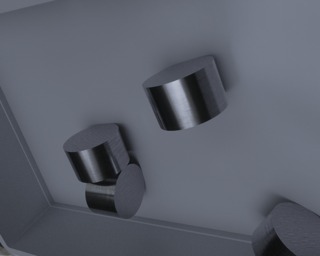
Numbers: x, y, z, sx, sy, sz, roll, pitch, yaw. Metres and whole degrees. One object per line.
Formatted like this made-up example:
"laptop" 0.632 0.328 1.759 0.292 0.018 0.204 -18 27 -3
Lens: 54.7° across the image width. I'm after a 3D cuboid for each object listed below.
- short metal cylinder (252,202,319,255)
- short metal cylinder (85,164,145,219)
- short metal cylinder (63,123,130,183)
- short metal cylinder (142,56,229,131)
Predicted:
"short metal cylinder" 0.160 0.138 0.374 0.080 0.080 0.050 29 128 10
"short metal cylinder" -0.065 0.092 0.464 0.050 0.080 0.080 1 119 28
"short metal cylinder" -0.089 0.034 0.441 0.080 0.080 0.050 -3 117 30
"short metal cylinder" 0.027 -0.038 0.335 0.080 0.080 0.050 -10 113 32
